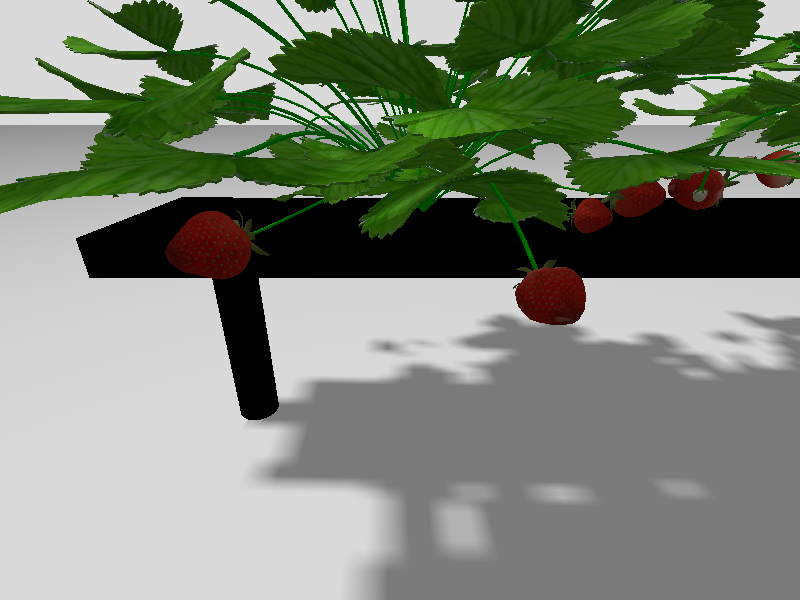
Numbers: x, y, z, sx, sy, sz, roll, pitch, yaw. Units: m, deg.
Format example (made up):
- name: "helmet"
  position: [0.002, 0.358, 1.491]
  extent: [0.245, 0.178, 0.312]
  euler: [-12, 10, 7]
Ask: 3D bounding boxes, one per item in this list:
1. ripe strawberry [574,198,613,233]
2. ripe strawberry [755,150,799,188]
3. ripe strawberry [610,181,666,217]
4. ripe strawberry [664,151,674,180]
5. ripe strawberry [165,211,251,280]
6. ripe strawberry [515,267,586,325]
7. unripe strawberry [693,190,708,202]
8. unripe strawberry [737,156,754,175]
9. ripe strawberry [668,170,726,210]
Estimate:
- name: "ripe strawberry"
  position: [0.135, -0.058, 0.280]
  extent: [0.025, 0.024, 0.027]
  euler: [15, 29, 28]
- name: "ripe strawberry"
  position: [0.436, -0.153, 0.467]
  extent: [0.040, 0.042, 0.043]
  euler: [-6, 25, -12]
- name: "ripe strawberry"
  position: [0.192, -0.085, 0.322]
  extent: [0.036, 0.036, 0.040]
  euler: [4, 25, 6]
- name: "ripe strawberry"
  position: [0.341, -0.172, 0.510]
  extent: [0.038, 0.034, 0.034]
  euler: [-17, 29, -31]
- name: "ripe strawberry"
  position: [-0.096, -0.027, 0.201]
  extent: [0.038, 0.033, 0.038]
  euler: [18, 31, 33]
- name: "ripe strawberry"
  position: [0.060, 0.000, 0.158]
  extent: [0.027, 0.024, 0.024]
  euler: [-5, 40, -10]
- name: "unripe strawberry"
  position: [0.242, -0.084, 0.324]
  extent: [0.010, 0.010, 0.009]
  euler: [-2, 25, -5]
- name: "unripe strawberry"
  position: [0.469, -0.182, 0.544]
  extent: [0.022, 0.025, 0.024]
  euler: [0, 10, 0]
- name: "ripe strawberry"
  position: [0.255, -0.097, 0.349]
  extent: [0.037, 0.036, 0.040]
  euler: [0, 25, 2]
